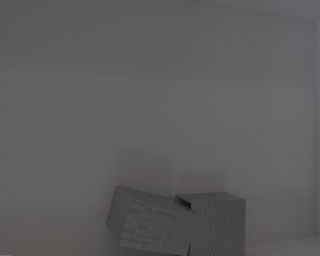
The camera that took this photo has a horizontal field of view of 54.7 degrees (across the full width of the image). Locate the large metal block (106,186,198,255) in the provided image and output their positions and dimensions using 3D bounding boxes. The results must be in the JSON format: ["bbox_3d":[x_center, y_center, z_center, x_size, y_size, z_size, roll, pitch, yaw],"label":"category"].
[{"bbox_3d":[-0.013,0.110,0.376,0.081,0.080,0.050,17,85,-19],"label":"large metal block"}]

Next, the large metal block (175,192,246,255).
[{"bbox_3d":[0.067,0.134,0.422,0.081,0.050,0.080,1,90,-20],"label":"large metal block"}]
